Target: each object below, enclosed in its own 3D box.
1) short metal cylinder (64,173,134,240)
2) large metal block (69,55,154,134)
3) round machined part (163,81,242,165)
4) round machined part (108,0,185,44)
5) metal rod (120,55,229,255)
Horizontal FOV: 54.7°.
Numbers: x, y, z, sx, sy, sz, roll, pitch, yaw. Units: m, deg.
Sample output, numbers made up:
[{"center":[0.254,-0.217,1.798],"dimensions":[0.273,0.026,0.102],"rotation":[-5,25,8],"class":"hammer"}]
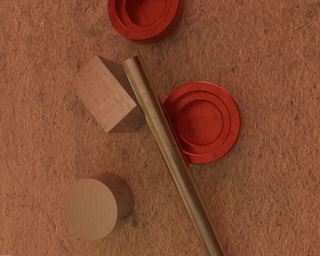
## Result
[{"center":[-0.083,0.105,0.425],"dimensions":[0.080,0.050,0.080],"rotation":[0,90,20],"class":"short metal cylinder"},{"center":[-0.055,-0.040,0.399],"dimensions":[0.050,0.080,0.080],"rotation":[-42,77,15],"class":"large metal block"},{"center":[0.051,-0.006,0.382],"dimensions":[0.098,0.042,0.097],"rotation":[0,90,19],"class":"round machined part"},{"center":[-0.015,-0.158,0.405],"dimensions":[0.098,0.042,0.097],"rotation":[0,90,20],"class":"round machined part"},{"center":[0.028,0.060,0.360],"dimensions":[0.025,0.025,0.299],"rotation":[-21,98,19],"class":"metal rod"}]
